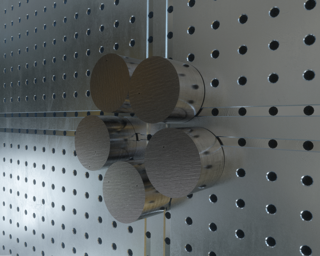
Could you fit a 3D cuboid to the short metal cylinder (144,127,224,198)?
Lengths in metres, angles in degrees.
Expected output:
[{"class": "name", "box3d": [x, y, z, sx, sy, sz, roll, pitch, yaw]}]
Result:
[{"class": "short metal cylinder", "box3d": [0.028, 0.039, 0.369, 0.080, 0.050, 0.079, 1, 92, 39]}]

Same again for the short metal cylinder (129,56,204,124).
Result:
[{"class": "short metal cylinder", "box3d": [0.007, -0.045, 0.386, 0.080, 0.050, 0.079, 0, 91, 40]}]

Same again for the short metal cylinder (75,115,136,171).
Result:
[{"class": "short metal cylinder", "box3d": [-0.082, 0.021, 0.460, 0.080, 0.050, 0.079, 0, 91, 40]}]

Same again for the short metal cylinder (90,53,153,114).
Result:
[{"class": "short metal cylinder", "box3d": [-0.053, -0.061, 0.436, 0.080, 0.050, 0.079, 0, 90, 39]}]

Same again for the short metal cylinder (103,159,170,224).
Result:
[{"class": "short metal cylinder", "box3d": [-0.032, 0.083, 0.418, 0.080, 0.050, 0.080, 0, 89, 40]}]
